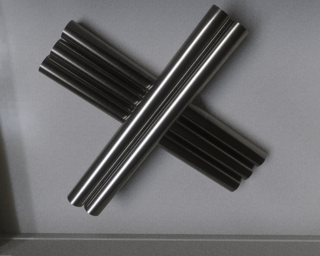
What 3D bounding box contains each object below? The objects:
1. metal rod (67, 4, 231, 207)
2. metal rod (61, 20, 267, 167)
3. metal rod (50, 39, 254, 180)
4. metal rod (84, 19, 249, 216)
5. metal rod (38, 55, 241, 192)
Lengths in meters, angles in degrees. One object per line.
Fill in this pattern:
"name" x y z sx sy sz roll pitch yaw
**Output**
"metal rod" -0.023 -0.015 0.377 0.025 0.025 0.299 36 106 -12
"metal rod" 0.014 -0.037 0.396 0.301 0.025 0.025 33 107 -12
"metal rod" -0.002 -0.018 0.403 0.301 0.025 0.025 33 107 -12
"metal rod" -0.002 -0.001 0.382 0.025 0.025 0.299 36 106 -12
"metal rod" -0.017 0.000 0.409 0.301 0.025 0.025 33 107 -12
